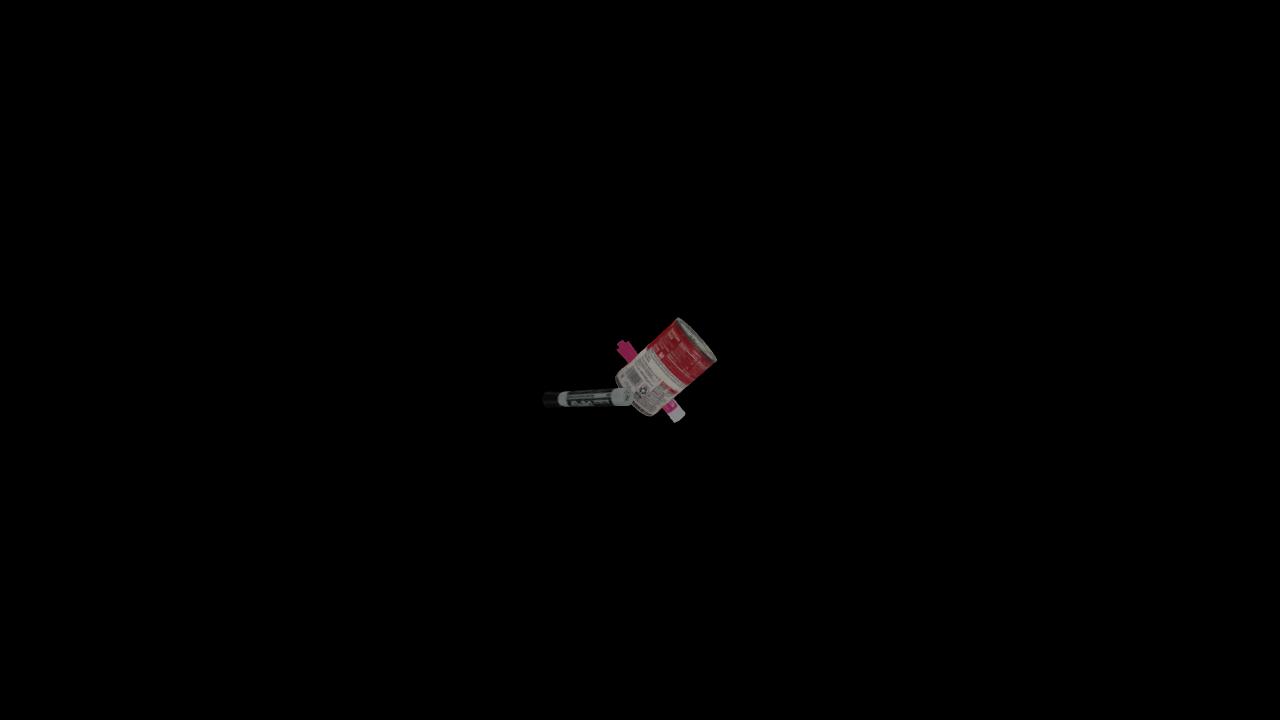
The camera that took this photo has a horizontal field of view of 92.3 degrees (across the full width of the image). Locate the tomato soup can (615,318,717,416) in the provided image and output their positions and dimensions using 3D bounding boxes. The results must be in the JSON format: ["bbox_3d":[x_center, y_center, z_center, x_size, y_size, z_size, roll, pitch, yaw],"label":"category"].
[{"bbox_3d":[0.029,0.010,0.708,0.101,0.068,0.068,-43,-11,12],"label":"tomato soup can"}]

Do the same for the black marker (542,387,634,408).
[{"bbox_3d":[-0.059,0.041,0.655,0.121,0.020,0.020,-5,-3,37],"label":"black marker"}]

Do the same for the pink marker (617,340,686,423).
[{"bbox_3d":[0.012,0.025,0.755,0.020,0.121,0.020,-38,6,4],"label":"pink marker"}]
